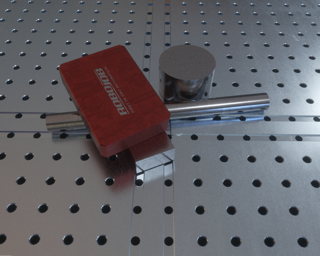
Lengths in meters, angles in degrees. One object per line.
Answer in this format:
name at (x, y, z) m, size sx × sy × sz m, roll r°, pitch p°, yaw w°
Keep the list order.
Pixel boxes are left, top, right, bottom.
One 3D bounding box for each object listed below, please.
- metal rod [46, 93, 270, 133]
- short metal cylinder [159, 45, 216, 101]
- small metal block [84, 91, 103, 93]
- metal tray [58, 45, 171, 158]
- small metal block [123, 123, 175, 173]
metal rod at (0.001, -0.022, 0.426) m, size 0.302 × 0.025 × 0.025 m, roll -6°, pitch 50°, yaw -6°
short metal cylinder at (0.039, -0.078, 0.457) m, size 0.081 × 0.050 × 0.080 m, roll 0°, pitch 50°, yaw 0°
small metal block at (-0.096, -0.070, 0.448) m, size 0.050 × 0.050 × 0.025 m, roll -25°, pitch 55°, yaw -20°
metal tray at (-0.058, -0.038, 0.385) m, size 0.091 × 0.030 × 0.130 m, roll -25°, pitch 66°, yaw -19°
small metal block at (-0.015, 0.022, 0.387) m, size 0.050 × 0.025 × 0.050 m, roll -18°, pitch 53°, yaw -15°
